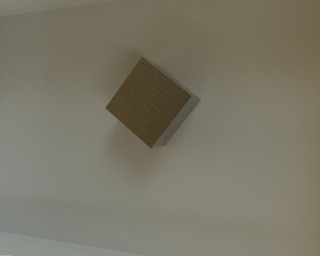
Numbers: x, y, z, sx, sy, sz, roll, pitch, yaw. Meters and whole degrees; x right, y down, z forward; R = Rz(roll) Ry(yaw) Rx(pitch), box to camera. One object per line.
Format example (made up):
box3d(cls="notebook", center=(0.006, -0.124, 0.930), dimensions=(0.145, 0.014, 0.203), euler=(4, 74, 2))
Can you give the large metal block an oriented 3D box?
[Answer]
box3d(cls="large metal block", center=(-0.008, -0.031, 0.399), dimensions=(0.080, 0.050, 0.080), euler=(41, 103, 15))
